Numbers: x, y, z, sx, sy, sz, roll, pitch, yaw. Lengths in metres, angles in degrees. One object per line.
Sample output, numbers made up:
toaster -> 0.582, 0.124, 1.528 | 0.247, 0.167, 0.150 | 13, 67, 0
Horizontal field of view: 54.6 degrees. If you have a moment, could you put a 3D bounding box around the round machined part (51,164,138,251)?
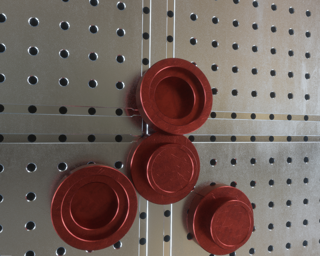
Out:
round machined part -> -0.080, 0.092, 0.374 | 0.099, 0.042, 0.097 | 0, 90, -20

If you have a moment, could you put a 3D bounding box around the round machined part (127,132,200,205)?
round machined part -> 0.009, 0.052, 0.407 | 0.099, 0.042, 0.097 | 0, 90, -20

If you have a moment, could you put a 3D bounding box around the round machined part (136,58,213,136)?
round machined part -> 0.016, -0.038, 0.405 | 0.099, 0.042, 0.098 | 3, 82, -20

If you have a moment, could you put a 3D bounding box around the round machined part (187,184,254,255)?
round machined part -> 0.092, 0.131, 0.437 | 0.099, 0.042, 0.097 | 0, 90, -20
